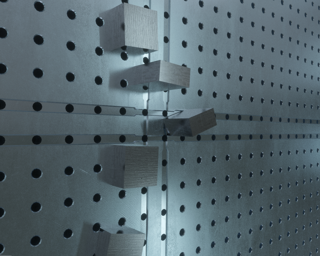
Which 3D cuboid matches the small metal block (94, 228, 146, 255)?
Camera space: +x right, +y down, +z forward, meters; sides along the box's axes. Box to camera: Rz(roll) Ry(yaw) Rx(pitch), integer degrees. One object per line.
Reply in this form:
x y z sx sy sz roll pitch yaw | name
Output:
-0.049 0.149 0.370 0.050 0.025 0.050 17 79 -39 | small metal block

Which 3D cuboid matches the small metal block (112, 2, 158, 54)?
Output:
-0.030 -0.122 0.385 0.050 0.025 0.050 -3 92 -40 | small metal block

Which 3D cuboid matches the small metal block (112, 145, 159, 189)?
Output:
-0.030 0.047 0.386 0.050 0.025 0.050 4 88 -40 | small metal block

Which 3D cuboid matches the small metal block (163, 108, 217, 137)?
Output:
0.042 -0.008 0.430 0.050 0.050 0.025 -23 105 -38 | small metal block

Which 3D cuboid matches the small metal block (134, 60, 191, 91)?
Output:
0.003 -0.066 0.397 0.050 0.050 0.025 6 87 -40 | small metal block
